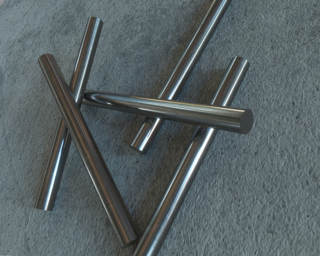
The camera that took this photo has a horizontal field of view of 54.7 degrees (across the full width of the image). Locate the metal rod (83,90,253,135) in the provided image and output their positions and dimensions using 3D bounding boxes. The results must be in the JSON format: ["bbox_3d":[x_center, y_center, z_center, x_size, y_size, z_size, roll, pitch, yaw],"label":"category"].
[{"bbox_3d":[-0.023,-0.029,0.401,0.300,0.025,0.025,12,68,43],"label":"metal rod"}]

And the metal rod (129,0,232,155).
[{"bbox_3d":[0.041,-0.097,0.441,0.025,0.025,0.300,18,71,35],"label":"metal rod"}]

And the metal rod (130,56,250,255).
[{"bbox_3d":[0.035,0.042,0.359,0.025,0.025,0.300,18,71,35],"label":"metal rod"}]

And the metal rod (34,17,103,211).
[{"bbox_3d":[-0.131,-0.031,0.460,0.025,0.025,0.299,2,72,29],"label":"metal rod"}]

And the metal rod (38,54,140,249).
[{"bbox_3d":[-0.102,0.012,0.407,0.025,0.025,0.299,-34,65,6],"label":"metal rod"}]
